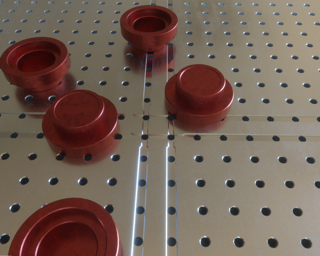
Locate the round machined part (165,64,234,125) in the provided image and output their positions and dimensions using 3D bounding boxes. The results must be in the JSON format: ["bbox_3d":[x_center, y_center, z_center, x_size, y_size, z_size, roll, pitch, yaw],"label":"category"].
[{"bbox_3d":[0.056,-0.054,0.443,0.099,0.042,0.098,0,50,0],"label":"round machined part"}]

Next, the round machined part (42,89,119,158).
[{"bbox_3d":[-0.105,-0.013,0.407,0.099,0.042,0.098,0,50,0],"label":"round machined part"}]

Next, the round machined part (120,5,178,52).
[{"bbox_3d":[-0.018,-0.170,0.540,0.099,0.042,0.098,0,50,0],"label":"round machined part"}]

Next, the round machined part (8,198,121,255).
[{"bbox_3d":[-0.086,0.120,0.295,0.099,0.042,0.098,0,50,1],"label":"round machined part"}]

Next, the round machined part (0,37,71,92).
[{"bbox_3d":[-0.186,-0.094,0.475,0.099,0.042,0.098,0,50,0],"label":"round machined part"}]
